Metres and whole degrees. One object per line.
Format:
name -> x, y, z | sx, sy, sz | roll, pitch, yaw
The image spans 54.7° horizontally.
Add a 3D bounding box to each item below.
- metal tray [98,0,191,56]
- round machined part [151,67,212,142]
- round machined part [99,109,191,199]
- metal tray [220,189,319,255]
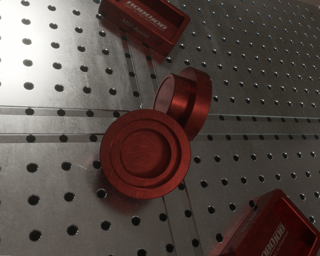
metal tray -> -0.022, -0.186, 0.507 | 0.130, 0.030, 0.090 | 33, 51, -7
round machined part -> 0.022, -0.031, 0.394 | 0.042, 0.097, 0.098 | 16, 55, -20
round machined part -> -0.016, 0.030, 0.353 | 0.099, 0.042, 0.097 | 0, 83, -3
metal tray -> 0.146, 0.151, 0.393 | 0.090, 0.030, 0.131 | 49, 51, 6
